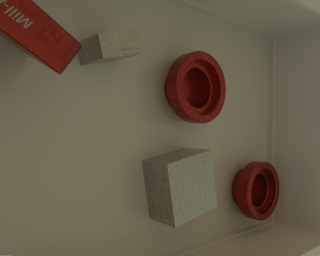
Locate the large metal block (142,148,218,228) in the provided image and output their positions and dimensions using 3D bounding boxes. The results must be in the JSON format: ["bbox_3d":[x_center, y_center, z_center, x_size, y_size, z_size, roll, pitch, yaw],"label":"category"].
[{"bbox_3d":[0.028,0.075,0.416,0.081,0.050,0.079,-13,98,-40],"label":"large metal block"}]

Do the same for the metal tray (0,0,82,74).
[{"bbox_3d":[-0.133,-0.099,0.237,0.030,0.090,0.130,-55,133,-5],"label":"metal tray"}]

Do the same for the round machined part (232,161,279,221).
[{"bbox_3d":[0.162,0.106,0.535,0.099,0.042,0.097,0,90,-40],"label":"round machined part"}]

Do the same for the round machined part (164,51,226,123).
[{"bbox_3d":[0.045,-0.055,0.436,0.099,0.042,0.097,0,90,-40],"label":"round machined part"}]

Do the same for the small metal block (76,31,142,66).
[{"bbox_3d":[-0.057,-0.088,0.344,0.050,0.050,0.025,-19,102,-39],"label":"small metal block"}]
